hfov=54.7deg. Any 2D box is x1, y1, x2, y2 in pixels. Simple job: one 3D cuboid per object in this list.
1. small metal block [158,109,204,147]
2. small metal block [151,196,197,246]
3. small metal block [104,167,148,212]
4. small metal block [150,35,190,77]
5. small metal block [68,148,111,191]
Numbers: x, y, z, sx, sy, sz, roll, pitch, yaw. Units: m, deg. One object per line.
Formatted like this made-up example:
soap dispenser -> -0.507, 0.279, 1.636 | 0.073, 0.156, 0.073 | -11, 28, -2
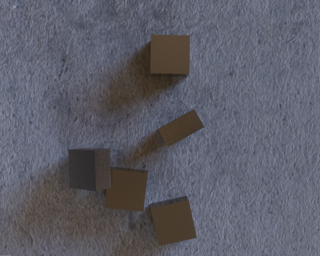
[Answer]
small metal block -> 0.025, 0.000, 0.398 | 0.050, 0.050, 0.025 | -29, 90, 0
small metal block -> 0.018, 0.122, 0.410 | 0.050, 0.025, 0.050 | -12, 90, -1
small metal block -> -0.044, 0.080, 0.410 | 0.050, 0.025, 0.050 | 6, 90, -1
small metal block -> 0.013, -0.095, 0.410 | 0.050, 0.025, 0.050 | 1, 90, -1
small metal block -> -0.090, 0.052, 0.396 | 0.050, 0.025, 0.050 | -2, 90, 36
